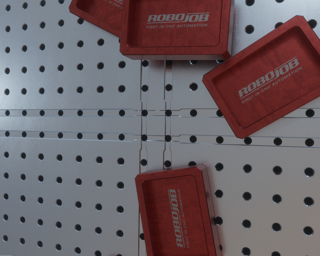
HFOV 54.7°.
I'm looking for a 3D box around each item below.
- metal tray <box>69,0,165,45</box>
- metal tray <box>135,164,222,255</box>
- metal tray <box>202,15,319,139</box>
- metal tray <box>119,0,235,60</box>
[{"bbox_3d":[-0.053,-0.174,0.427,0.130,0.030,0.090,31,100,17],"label":"metal tray"},{"bbox_3d":[0.023,0.117,0.400,0.090,0.030,0.129,-10,87,19],"label":"metal tray"},{"bbox_3d":[0.128,-0.056,0.364,0.130,0.030,0.090,-32,80,16],"label":"metal tray"},{"bbox_3d":[0.019,-0.129,0.369,0.130,0.030,0.089,4,91,19],"label":"metal tray"}]
